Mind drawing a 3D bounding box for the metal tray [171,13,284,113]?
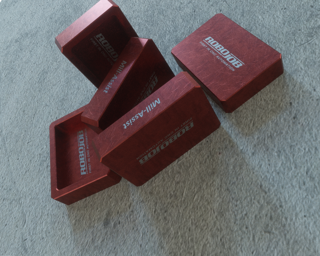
[{"bbox_3d":[0.085,-0.091,0.412,0.090,0.030,0.130,-38,51,2],"label":"metal tray"}]

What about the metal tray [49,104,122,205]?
[{"bbox_3d":[-0.109,0.031,0.438,0.090,0.030,0.130,-25,53,12],"label":"metal tray"}]

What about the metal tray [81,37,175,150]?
[{"bbox_3d":[-0.035,-0.041,0.405,0.030,0.090,0.130,18,71,35],"label":"metal tray"}]

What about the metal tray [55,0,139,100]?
[{"bbox_3d":[-0.068,-0.101,0.434,0.090,0.130,0.030,-40,52,1],"label":"metal tray"}]

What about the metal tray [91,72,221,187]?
[{"bbox_3d":[0.000,0.006,0.359,0.130,0.090,0.030,-37,51,3],"label":"metal tray"}]
